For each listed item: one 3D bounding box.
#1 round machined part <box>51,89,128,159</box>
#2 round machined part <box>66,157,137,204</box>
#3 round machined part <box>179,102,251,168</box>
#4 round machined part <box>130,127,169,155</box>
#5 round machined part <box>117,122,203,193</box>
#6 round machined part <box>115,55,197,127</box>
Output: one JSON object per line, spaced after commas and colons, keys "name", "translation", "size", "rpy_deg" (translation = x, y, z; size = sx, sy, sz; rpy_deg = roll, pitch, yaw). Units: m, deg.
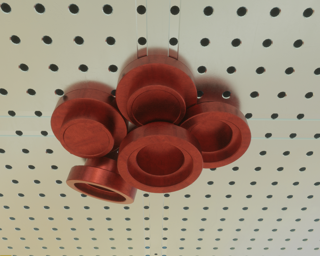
{"name": "round machined part", "translation": [-0.091, 0.002, 0.401], "size": [0.099, 0.042, 0.097], "rpy_deg": [0, 130, 0]}
{"name": "round machined part", "translation": [-0.079, 0.073, 0.444], "size": [0.098, 0.042, 0.098], "rpy_deg": [12, 154, 6]}
{"name": "round machined part", "translation": [0.064, 0.005, 0.404], "size": [0.099, 0.042, 0.097], "rpy_deg": [0, 130, 0]}
{"name": "round machined part", "translation": [-0.004, 0.041, 0.435], "size": [0.099, 0.042, 0.097], "rpy_deg": [0, 130, 0]}
{"name": "round machined part", "translation": [0.000, 0.031, 0.370], "size": [0.099, 0.042, 0.097], "rpy_deg": [0, 130, 0]}
{"name": "round machined part", "translation": [-0.004, -0.034, 0.372], "size": [0.099, 0.042, 0.097], "rpy_deg": [0, 130, 0]}
